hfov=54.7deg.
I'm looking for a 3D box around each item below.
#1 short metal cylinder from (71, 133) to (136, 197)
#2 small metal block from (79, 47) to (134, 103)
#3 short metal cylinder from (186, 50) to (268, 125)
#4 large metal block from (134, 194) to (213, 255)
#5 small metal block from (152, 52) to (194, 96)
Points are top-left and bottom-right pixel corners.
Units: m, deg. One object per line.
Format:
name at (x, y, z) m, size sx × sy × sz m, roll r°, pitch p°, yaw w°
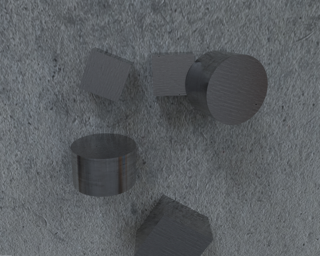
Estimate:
short metal cylinder at (-0.071, 0.044, 0.396) m, size 0.081 × 0.080 × 0.050 m, roll 2°, pitch 110°, yaw -1°
small metal block at (-0.066, -0.066, 0.385) m, size 0.050 × 0.025 × 0.050 m, roll 21°, pitch 109°, yaw -8°
short metal cylinder at (0.078, -0.049, 0.366) m, size 0.081 × 0.050 × 0.079 m, roll -8°, pitch 111°, yaw -21°
large metal block at (0.019, 0.158, 0.455) m, size 0.080 × 0.050 × 0.080 m, roll 30°, pitch 107°, yaw -11°
small metal block at (0.016, -0.068, 0.385) m, size 0.050 × 0.025 × 0.050 m, roll -2°, pitch 110°, yaw 0°
